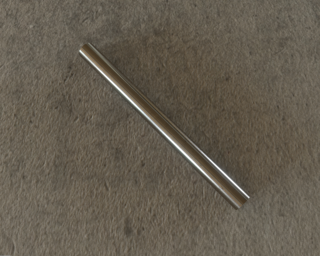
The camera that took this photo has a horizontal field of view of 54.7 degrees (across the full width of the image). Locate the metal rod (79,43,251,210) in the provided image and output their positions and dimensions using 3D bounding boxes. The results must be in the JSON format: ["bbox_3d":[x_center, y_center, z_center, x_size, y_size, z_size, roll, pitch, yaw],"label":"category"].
[{"bbox_3d":[-0.003,-0.011,0.412,0.025,0.025,0.300,-42,76,-14],"label":"metal rod"}]
